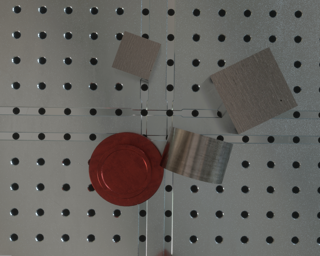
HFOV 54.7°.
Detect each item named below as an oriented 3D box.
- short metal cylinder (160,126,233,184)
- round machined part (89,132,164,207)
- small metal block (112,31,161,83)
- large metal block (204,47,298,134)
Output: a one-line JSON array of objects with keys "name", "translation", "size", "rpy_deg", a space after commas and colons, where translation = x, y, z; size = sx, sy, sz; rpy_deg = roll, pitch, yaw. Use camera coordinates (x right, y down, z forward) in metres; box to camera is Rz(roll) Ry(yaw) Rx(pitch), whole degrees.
[{"name": "short metal cylinder", "translation": [0.045, 0.033, 0.386], "size": [0.080, 0.080, 0.050], "rpy_deg": [16, 90, 0]}, {"name": "round machined part", "translation": [-0.044, 0.054, 0.404], "size": [0.099, 0.042, 0.097], "rpy_deg": [0, 90, 0]}, {"name": "small metal block", "translation": [-0.030, -0.094, 0.413], "size": [0.050, 0.025, 0.050], "rpy_deg": [20, 90, 0]}, {"name": "large metal block", "translation": [0.114, -0.046, 0.402], "size": [0.080, 0.050, 0.080], "rpy_deg": [-26, 90, 0]}]
